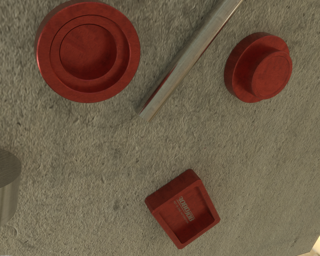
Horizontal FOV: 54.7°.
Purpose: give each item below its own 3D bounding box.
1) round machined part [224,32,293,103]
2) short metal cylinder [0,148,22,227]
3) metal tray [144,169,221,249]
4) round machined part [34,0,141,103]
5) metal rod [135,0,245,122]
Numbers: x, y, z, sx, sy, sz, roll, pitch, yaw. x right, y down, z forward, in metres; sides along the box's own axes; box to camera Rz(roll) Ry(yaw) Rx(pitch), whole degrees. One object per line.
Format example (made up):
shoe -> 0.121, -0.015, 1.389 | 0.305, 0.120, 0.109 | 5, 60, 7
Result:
round machined part -> 0.141, -0.078, 0.427 | 0.099, 0.042, 0.097 | -14, 125, -21
short metal cylinder -> -0.184, 0.059, 0.308 | 0.081, 0.080, 0.050 | 3, 117, -30
metal tray -> 0.041, 0.138, 0.513 | 0.090, 0.030, 0.130 | -34, 129, -7
round machined part -> -0.073, -0.078, 0.309 | 0.099, 0.042, 0.097 | -14, 125, -21
metal rod -> 0.069, -0.131, 0.364 | 0.025, 0.025, 0.299 | 31, 101, -38
